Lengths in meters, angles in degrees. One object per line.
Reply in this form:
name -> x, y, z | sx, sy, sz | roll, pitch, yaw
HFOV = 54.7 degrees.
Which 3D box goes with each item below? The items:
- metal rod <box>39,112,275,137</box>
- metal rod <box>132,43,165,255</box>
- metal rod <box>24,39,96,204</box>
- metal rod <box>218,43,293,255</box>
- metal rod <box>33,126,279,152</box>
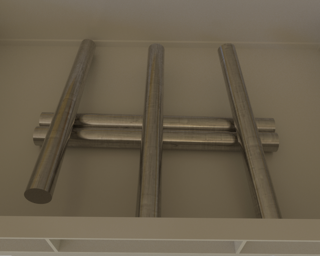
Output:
metal rod -> -0.004, -0.005, 0.408 | 0.302, 0.025, 0.025 | 1, 50, 0
metal rod -> -0.009, -0.003, 0.374 | 0.025, 0.025, 0.300 | 1, 50, 1
metal rod -> -0.116, -0.036, 0.401 | 0.025, 0.025, 0.300 | 0, 42, -1
metal rod -> 0.105, 0.015, 0.363 | 0.025, 0.025, 0.299 | -3, 58, -3
metal rod -> -0.005, 0.014, 0.392 | 0.302, 0.025, 0.025 | 1, 50, 0
